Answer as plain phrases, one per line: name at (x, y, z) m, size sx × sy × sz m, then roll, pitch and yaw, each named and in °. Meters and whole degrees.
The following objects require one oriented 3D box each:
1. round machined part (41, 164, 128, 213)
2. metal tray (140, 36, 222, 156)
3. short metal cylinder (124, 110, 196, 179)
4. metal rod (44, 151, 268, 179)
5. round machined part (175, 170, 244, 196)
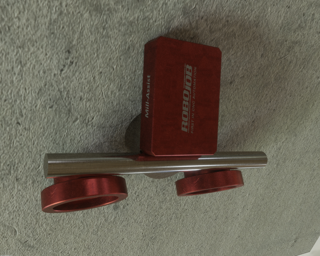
round machined part at (-0.091, 0.070, 0.371) m, size 0.099 × 0.042 × 0.098 m, roll -11°, pitch 160°, yaw -4°
metal tray at (0.026, -0.034, 0.365) m, size 0.091 × 0.030 × 0.129 m, roll 2°, pitch 91°, yaw -30°
short metal cylinder at (0.000, 0.019, 0.406) m, size 0.081 × 0.050 × 0.079 m, roll -14°, pitch 125°, yaw -21°
metal rod at (0.018, 0.042, 0.382) m, size 0.303 × 0.025 × 0.025 m, roll 2°, pitch 118°, yaw -30°
round machined part at (0.071, 0.072, 0.460) m, size 0.099 × 0.042 × 0.098 m, roll -8°, pitch 163°, yaw -2°
